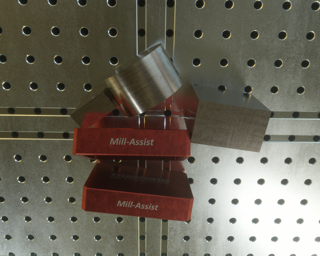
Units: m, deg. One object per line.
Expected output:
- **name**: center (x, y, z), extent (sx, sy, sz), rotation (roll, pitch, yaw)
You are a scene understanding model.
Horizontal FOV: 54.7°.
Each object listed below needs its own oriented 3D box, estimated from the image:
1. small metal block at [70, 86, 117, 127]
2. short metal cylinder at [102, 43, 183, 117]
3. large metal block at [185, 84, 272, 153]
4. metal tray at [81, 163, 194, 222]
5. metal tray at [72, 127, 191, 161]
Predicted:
- **small metal block**: center (-0.079, -0.028, 0.389), extent (0.050, 0.050, 0.025), rotation (-34, 107, 11)
- **short metal cylinder**: center (-0.020, -0.056, 0.363), extent (0.080, 0.080, 0.050), rotation (-29, 108, 10)
- **large metal block**: center (0.078, -0.015, 0.380), extent (0.081, 0.080, 0.050), rotation (8, 110, -4)
- **metal tray**: center (-0.027, 0.081, 0.406), extent (0.131, 0.090, 0.030), rotation (7, 102, -3)
- **metal tray**: center (-0.032, 0.022, 0.385), extent (0.131, 0.090, 0.030), rotation (1, 81, -1)
